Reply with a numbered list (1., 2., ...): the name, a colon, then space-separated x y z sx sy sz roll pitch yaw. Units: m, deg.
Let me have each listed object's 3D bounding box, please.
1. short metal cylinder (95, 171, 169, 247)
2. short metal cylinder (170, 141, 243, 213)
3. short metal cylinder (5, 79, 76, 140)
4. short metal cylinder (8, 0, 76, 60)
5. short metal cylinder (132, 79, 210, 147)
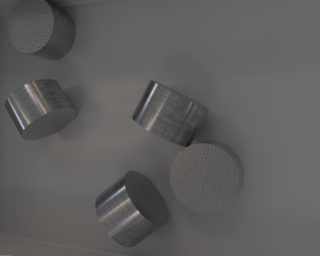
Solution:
1. short metal cylinder: -0.034 0.101 0.393 0.050 0.080 0.080 -40 78 16
2. short metal cylinder: 0.058 0.057 0.377 0.080 0.050 0.080 0 90 20
3. short metal cylinder: -0.168 -0.025 0.441 0.080 0.080 0.050 -36 79 16
4. short metal cylinder: -0.174 -0.145 0.459 0.080 0.050 0.080 0 90 20
5. short metal cylinder: 0.013 -0.019 0.377 0.080 0.080 0.050 31 100 17
